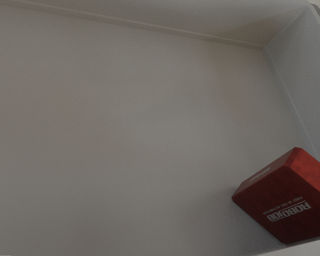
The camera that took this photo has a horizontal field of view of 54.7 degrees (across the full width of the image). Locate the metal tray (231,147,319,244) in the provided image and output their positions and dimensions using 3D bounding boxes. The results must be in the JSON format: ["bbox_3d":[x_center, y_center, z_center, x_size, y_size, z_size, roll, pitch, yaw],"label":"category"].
[{"bbox_3d":[0.151,0.085,0.359,0.090,0.129,0.030,40,60,8],"label":"metal tray"}]

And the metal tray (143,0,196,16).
[{"bbox_3d":[0.004,-0.271,0.571,0.091,0.030,0.130,-3,63,-30],"label":"metal tray"}]

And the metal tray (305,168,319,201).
[{"bbox_3d":[0.226,0.085,0.392,0.090,0.130,0.030,17,81,16],"label":"metal tray"}]

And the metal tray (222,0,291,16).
[{"bbox_3d":[0.180,-0.255,0.612,0.091,0.030,0.130,9,22,-24],"label":"metal tray"}]
